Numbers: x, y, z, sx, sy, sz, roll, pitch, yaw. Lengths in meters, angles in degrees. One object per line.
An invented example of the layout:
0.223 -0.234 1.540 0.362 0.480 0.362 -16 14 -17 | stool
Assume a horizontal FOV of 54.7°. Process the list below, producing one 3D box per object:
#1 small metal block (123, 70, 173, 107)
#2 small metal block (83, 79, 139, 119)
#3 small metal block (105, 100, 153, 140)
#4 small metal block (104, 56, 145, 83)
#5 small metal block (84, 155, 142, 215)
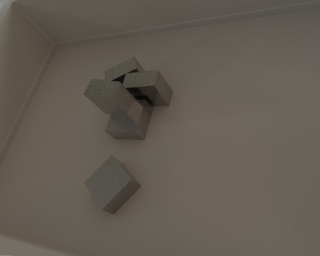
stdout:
-0.017 -0.053 0.431 0.050 0.050 0.025 -1 62 27 | small metal block
-0.065 -0.039 0.416 0.050 0.050 0.025 11 68 33 | small metal block
-0.043 -0.012 0.435 0.050 0.025 0.050 1 62 28 | small metal block
-0.046 -0.070 0.457 0.050 0.050 0.025 -23 53 14 | small metal block
-0.061 0.072 0.394 0.050 0.025 0.050 -46 51 -4 | small metal block
